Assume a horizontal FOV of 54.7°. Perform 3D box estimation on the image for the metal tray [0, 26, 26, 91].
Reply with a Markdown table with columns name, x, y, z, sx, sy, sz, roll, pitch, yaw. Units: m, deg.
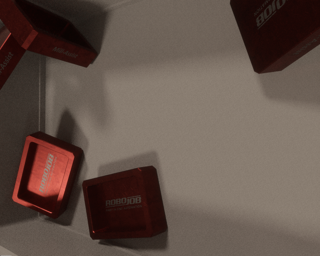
| name | x | y | z | sx | sy | sz | roll | pitch | yaw |
| --- | --- | --- | --- | --- | --- | --- | --- | --- | --- |
| metal tray | -0.254 | -0.097 | 0.478 | 0.090 | 0.030 | 0.130 | 18 | 76 | 49 |

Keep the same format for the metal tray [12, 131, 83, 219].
| name | x | y | z | sx | sy | sz | roll | pitch | yaw |
| --- | --- | --- | --- | --- | --- | --- | --- | --- | --- |
| metal tray | -0.195 | 0.081 | 0.534 | 0.090 | 0.030 | 0.129 | 21 | 105 | 7 |

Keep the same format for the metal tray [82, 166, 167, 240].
| name | x | y | z | sx | sy | sz | roll | pitch | yaw |
| --- | --- | --- | --- | --- | --- | --- | --- | --- | --- |
| metal tray | -0.056 | 0.110 | 0.446 | 0.130 | 0.030 | 0.090 | -18 | 79 | 38 |

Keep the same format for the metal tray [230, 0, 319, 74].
| name | x | y | z | sx | sy | sz | roll | pitch | yaw |
| --- | --- | --- | --- | --- | --- | --- | --- | --- | --- |
| metal tray | 0.116 | -0.115 | 0.266 | 0.130 | 0.030 | 0.090 | 136 | 121 | -66 |

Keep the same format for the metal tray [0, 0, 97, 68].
| name | x | y | z | sx | sy | sz | roll | pitch | yaw |
| --- | --- | --- | --- | --- | --- | --- | --- | --- | --- |
| metal tray | -0.164 | -0.141 | 0.460 | 0.030 | 0.131 | 0.090 | -47 | 71 | 18 |
